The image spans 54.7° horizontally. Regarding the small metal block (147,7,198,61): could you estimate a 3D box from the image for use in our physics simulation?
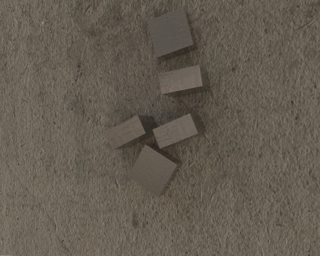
[{"bbox_3d":[0.017,-0.121,0.403,0.050,0.025,0.050,-16,85,19],"label":"small metal block"}]

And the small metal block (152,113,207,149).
[{"bbox_3d":[0.026,0.004,0.386,0.050,0.050,0.025,-24,82,18],"label":"small metal block"}]

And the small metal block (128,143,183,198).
[{"bbox_3d":[-0.006,0.055,0.411,0.050,0.025,0.050,32,100,17],"label":"small metal block"}]

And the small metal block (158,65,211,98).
[{"bbox_3d":[0.032,-0.056,0.384,0.050,0.050,0.025,-9,87,20],"label":"small metal block"}]

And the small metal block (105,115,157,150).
[{"bbox_3d":[-0.035,0.006,0.408,0.050,0.050,0.025,-27,81,18],"label":"small metal block"}]
